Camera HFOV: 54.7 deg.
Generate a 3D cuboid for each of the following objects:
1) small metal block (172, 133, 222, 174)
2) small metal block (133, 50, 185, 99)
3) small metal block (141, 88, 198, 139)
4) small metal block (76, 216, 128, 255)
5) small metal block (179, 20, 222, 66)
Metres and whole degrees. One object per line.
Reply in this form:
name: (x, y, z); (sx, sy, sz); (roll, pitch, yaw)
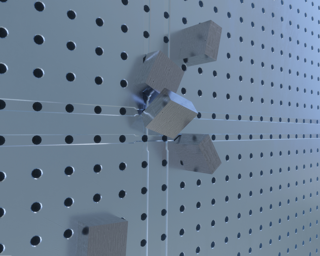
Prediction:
small metal block: (0.052, 0.036, 0.439); (0.025, 0.050, 0.050); (-42, 116, -32)
small metal block: (0.000, -0.066, 0.411); (0.050, 0.025, 0.050); (34, 69, -35)
small metal block: (0.012, -0.018, 0.403); (0.050, 0.050, 0.025); (23, 31, -38)
small metal block: (-0.066, 0.132, 0.356); (0.050, 0.025, 0.050); (6, 86, -40)
small metal block: (0.057, -0.120, 0.443); (0.025, 0.050, 0.050); (19, 78, -39)
